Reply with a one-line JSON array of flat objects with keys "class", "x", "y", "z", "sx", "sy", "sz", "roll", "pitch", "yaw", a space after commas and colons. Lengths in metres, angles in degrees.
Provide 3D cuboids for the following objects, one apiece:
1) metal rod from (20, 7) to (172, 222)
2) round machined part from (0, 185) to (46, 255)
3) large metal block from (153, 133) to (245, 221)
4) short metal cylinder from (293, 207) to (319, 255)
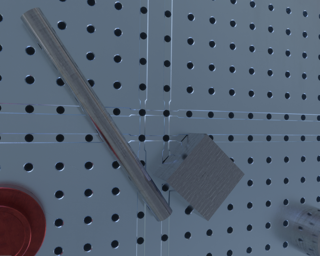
[{"class": "metal rod", "x": -0.072, "y": -0.008, "z": 0.386, "sx": 0.025, "sy": 0.025, "sz": 0.299, "roll": -35, "pitch": 102, "yaw": -17}, {"class": "round machined part", "x": -0.177, "y": 0.114, "z": 0.339, "sx": 0.099, "sy": 0.042, "sz": 0.097, "roll": 0, "pitch": 90, "yaw": -21}, {"class": "large metal block", "x": 0.052, "y": 0.063, "z": 0.420, "sx": 0.080, "sy": 0.050, "sz": 0.080, "roll": 46, "pitch": 76, "yaw": -15}, {"class": "short metal cylinder", "x": 0.265, "y": 0.174, "z": 0.500, "sx": 0.081, "sy": 0.050, "sz": 0.079, "roll": 0, "pitch": 90, "yaw": -20}]
